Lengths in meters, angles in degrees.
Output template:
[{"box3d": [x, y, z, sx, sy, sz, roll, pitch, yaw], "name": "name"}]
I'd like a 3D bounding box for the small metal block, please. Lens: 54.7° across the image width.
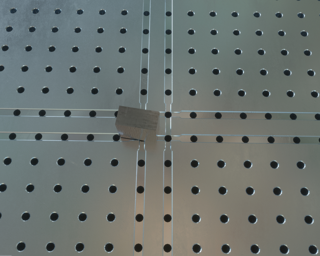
[{"box3d": [-0.027, -0.004, 0.400, 0.050, 0.050, 0.025, 9, 71, 3], "name": "small metal block"}]
